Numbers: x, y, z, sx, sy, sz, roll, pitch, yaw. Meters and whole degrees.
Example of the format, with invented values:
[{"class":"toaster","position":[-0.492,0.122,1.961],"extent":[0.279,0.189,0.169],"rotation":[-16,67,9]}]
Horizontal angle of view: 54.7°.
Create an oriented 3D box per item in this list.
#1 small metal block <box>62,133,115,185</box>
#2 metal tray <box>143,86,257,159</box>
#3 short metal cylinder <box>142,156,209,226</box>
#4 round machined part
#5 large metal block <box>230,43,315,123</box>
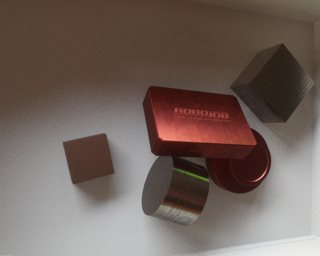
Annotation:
[{"class":"small metal block","position":[-0.088,0.036,0.379],"extent":[0.050,0.025,0.050],"rotation":[-13,95,-20]},{"class":"metal tray","position":[0.049,-0.007,0.399],"extent":[0.131,0.030,0.090],"rotation":[4,49,-20]},{"class":"short metal cylinder","position":[0.018,0.077,0.389],"extent":[0.050,0.080,0.080],"rotation":[23,82,-19]},{"class":"round machined part","position":[0.120,0.047,0.447],"extent":[0.099,0.042,0.097],"rotation":[0,90,-21]},{"class":"large metal block","position":[0.167,-0.064,0.461],"extent":[0.080,0.050,0.080],"rotation":[44,76,-15]}]
